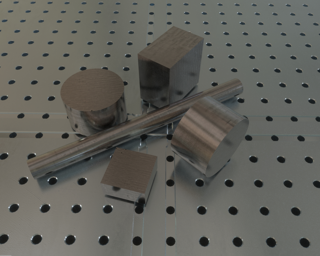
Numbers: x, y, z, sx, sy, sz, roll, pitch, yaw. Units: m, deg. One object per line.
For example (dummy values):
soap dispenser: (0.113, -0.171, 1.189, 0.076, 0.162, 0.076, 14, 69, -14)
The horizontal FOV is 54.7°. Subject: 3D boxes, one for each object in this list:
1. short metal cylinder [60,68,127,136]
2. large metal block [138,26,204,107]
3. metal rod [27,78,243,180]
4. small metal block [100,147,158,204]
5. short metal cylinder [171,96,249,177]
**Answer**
short metal cylinder: (-0.086, -0.035, 0.415, 0.081, 0.050, 0.080, 0, 50, 0)
large metal block: (0.016, -0.083, 0.437, 0.050, 0.080, 0.080, 29, 56, 22)
metal rod: (-0.018, -0.006, 0.408, 0.302, 0.025, 0.025, -23, 54, -18)
small metal block: (-0.034, 0.054, 0.357, 0.050, 0.025, 0.050, 12, 51, 9)
short metal cylinder: (0.058, 0.010, 0.359, 0.050, 0.080, 0.080, 36, 59, 26)
